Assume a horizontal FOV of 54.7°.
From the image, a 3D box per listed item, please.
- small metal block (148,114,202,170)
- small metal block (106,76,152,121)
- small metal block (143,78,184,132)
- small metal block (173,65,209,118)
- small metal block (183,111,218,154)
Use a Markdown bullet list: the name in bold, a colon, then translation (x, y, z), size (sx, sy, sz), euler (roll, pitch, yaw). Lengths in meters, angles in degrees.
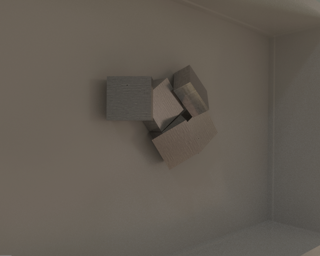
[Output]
- **small metal block**: translation (0.020, 0.018, 0.408), size (0.050, 0.025, 0.050), euler (-31, 113, -3)
- **small metal block**: translation (-0.034, -0.033, 0.360), size (0.050, 0.025, 0.050), euler (0, 89, 3)
- **small metal block**: translation (-0.002, -0.030, 0.404), size (0.050, 0.025, 0.050), euler (-45, 118, -31)
- **small metal block**: translation (0.043, -0.051, 0.428), size (0.050, 0.025, 0.050), euler (51, 25, -28)
- **small metal block**: translation (0.052, 0.001, 0.450), size (0.050, 0.025, 0.050), euler (-43, 117, -31)
